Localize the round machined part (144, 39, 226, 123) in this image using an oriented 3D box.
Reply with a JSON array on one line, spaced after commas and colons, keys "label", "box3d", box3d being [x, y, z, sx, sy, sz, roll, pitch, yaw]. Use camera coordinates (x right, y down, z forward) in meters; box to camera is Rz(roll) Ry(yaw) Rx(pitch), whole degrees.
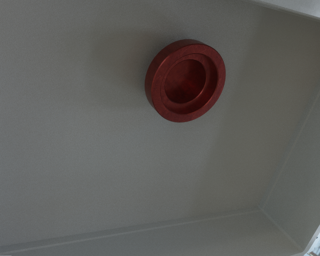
[{"label": "round machined part", "box3d": [0.026, -0.059, 0.375, 0.099, 0.042, 0.097, -14, 124, -21]}]
